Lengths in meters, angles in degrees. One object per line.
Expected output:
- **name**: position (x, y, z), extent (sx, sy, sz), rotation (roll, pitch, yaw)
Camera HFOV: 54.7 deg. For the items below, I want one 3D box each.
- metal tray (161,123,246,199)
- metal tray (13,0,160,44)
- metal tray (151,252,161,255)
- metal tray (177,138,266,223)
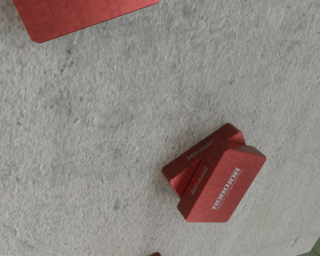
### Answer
- **metal tray**: position (0.077, 0.063, 0.487), extent (0.130, 0.030, 0.090), rotation (-34, 129, -6)
- **metal tray**: position (-0.070, -0.142, 0.278), extent (0.131, 0.030, 0.090), rotation (-25, 128, -14)
- **metal tray**: position (-0.045, 0.290, 0.560), extent (0.131, 0.030, 0.089), rotation (-24, 128, -14)
- **metal tray**: position (0.093, 0.084, 0.469), extent (0.091, 0.030, 0.129), rotation (13, 112, -34)
